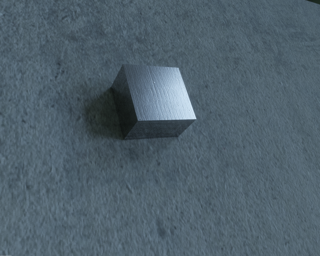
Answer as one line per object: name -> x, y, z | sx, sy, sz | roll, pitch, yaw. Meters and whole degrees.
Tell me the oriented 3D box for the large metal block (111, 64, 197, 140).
large metal block -> -0.010, -0.033, 0.402 | 0.081, 0.050, 0.080 | -2, 63, -29
